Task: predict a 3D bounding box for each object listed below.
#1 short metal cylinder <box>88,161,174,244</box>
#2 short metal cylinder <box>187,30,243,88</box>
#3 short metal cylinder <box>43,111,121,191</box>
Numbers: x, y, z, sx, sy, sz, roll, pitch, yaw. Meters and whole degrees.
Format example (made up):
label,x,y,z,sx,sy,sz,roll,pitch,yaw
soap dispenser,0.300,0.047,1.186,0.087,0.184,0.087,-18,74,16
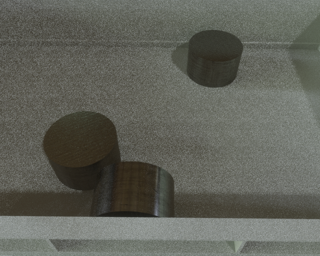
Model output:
label,x,y,z,sx,sy,sz,roll,pitch,yaw
short metal cylinder,-0.026,0.076,0.305,0.081,0.080,0.050,1,50,1
short metal cylinder,0.083,-0.108,0.481,0.081,0.050,0.080,0,50,0
short metal cylinder,-0.089,0.026,0.366,0.081,0.050,0.080,0,50,0
